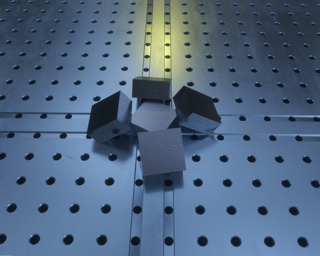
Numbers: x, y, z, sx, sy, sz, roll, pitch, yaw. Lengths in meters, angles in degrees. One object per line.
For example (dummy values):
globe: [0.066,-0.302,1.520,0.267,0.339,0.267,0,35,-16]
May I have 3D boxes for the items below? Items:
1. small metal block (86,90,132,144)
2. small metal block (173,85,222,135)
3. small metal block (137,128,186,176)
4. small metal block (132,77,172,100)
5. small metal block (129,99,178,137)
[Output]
small metal block: [-0.065,-0.014,0.404,0.050,0.025,0.050,-24,45,25]
small metal block: [0.049,-0.023,0.412,0.050,0.025,0.050,18,41,-32]
small metal block: [0.001,0.028,0.368,0.050,0.025,0.050,-7,86,-6]
small metal block: [-0.010,-0.057,0.439,0.050,0.025,0.050,5,14,4]
small metal block: [-0.008,-0.008,0.413,0.050,0.025,0.050,25,54,19]
